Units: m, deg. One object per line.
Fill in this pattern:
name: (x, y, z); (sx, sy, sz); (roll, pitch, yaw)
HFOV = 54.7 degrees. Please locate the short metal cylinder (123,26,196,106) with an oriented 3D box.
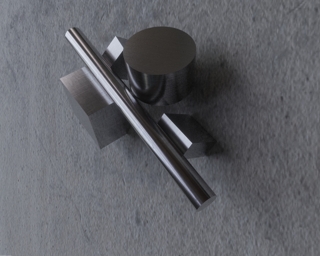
short metal cylinder: (0.001, -0.072, 0.360); (0.080, 0.080, 0.050); (46, 159, 30)

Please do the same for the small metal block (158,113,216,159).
small metal block: (0.029, 0.009, 0.361); (0.050, 0.050, 0.025); (48, 119, 29)

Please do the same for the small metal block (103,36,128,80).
small metal block: (-0.051, -0.095, 0.430); (0.050, 0.050, 0.025); (-46, 63, 30)

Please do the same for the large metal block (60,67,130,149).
large metal block: (-0.090, -0.030, 0.439); (0.080, 0.050, 0.080); (48, 159, 28)

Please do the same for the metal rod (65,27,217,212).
metal rod: (-0.038, -0.029, 0.371); (0.300, 0.025, 0.025); (51, 120, 27)
